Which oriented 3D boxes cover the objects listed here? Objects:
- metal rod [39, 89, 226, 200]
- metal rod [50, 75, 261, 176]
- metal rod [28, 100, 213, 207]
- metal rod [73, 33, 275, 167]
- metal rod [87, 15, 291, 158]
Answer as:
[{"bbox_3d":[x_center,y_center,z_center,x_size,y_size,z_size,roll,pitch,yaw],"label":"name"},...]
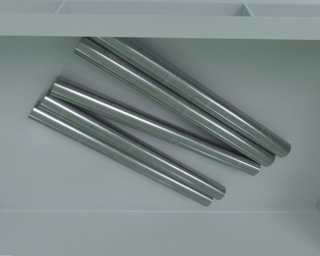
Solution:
[{"bbox_3d":[-0.022,0.033,0.436,0.301,0.025,0.025,31,124,-24],"label":"metal rod"},{"bbox_3d":[0.008,0.004,0.411,0.302,0.025,0.025,23,127,-19],"label":"metal rod"},{"bbox_3d":[-0.040,0.047,0.447,0.301,0.025,0.025,31,124,-24],"label":"metal rod"},{"bbox_3d":[0.035,-0.023,0.388,0.301,0.025,0.025,29,124,-23],"label":"metal rod"},{"bbox_3d":[0.052,-0.037,0.376,0.301,0.025,0.025,29,124,-23],"label":"metal rod"}]
